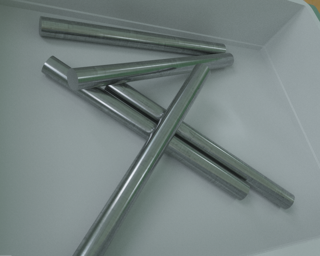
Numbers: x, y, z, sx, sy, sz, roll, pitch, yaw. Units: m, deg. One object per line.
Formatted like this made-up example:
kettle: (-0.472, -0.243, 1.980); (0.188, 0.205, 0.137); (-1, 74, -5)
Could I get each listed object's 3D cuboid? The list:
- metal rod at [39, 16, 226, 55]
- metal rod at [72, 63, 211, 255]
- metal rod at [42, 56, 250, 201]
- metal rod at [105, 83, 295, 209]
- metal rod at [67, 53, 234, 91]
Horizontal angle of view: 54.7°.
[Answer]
metal rod: (-0.023, -0.135, 0.476); (0.303, 0.025, 0.025); (-1, 62, -29)
metal rod: (-0.009, 0.028, 0.358); (0.025, 0.025, 0.301); (36, 59, -5)
metal rod: (-0.013, 0.004, 0.397); (0.301, 0.025, 0.025); (33, 51, -7)
metal rod: (0.058, 0.023, 0.424); (0.301, 0.025, 0.025); (33, 51, -7)
metal rod: (0.011, -0.087, 0.446); (0.302, 0.025, 0.025); (-17, 71, -41)
